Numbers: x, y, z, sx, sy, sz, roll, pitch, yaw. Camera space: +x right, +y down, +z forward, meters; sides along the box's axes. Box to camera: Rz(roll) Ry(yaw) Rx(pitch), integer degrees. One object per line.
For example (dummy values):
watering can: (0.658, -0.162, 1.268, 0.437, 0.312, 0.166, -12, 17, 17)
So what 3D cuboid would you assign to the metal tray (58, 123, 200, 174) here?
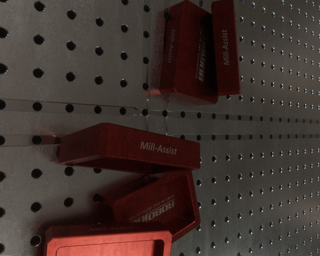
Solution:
metal tray: (-0.030, 0.028, 0.340, 0.131, 0.090, 0.030, 13, 71, -40)

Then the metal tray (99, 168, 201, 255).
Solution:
metal tray: (-0.007, 0.109, 0.401, 0.131, 0.030, 0.089, -19, 102, -39)

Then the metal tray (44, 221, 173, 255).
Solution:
metal tray: (-0.056, 0.151, 0.330, 0.131, 0.030, 0.089, 4, 93, -23)

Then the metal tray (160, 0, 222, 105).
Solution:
metal tray: (0.050, -0.105, 0.450, 0.091, 0.030, 0.129, 11, 83, -40)

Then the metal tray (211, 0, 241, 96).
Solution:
metal tray: (0.102, -0.114, 0.464, 0.090, 0.030, 0.129, -21, 106, -73)
